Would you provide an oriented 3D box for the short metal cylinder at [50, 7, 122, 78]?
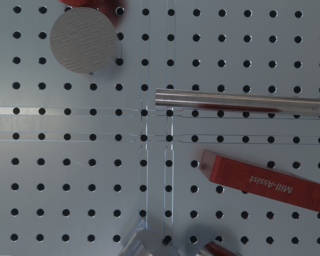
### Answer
[{"bbox_3d":[-0.093,-0.107,0.398,0.081,0.050,0.079,0,92,-1],"label":"short metal cylinder"}]

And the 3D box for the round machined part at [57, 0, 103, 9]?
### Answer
[{"bbox_3d":[-0.101,-0.183,0.386,0.098,0.098,0.042,21,125,0],"label":"round machined part"}]

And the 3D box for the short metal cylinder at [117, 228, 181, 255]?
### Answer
[{"bbox_3d":[-0.012,0.171,0.386,0.080,0.080,0.050,36,90,0],"label":"short metal cylinder"}]

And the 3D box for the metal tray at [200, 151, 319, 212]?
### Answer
[{"bbox_3d":[0.121,0.061,0.381,0.131,0.090,0.030,16,90,0],"label":"metal tray"}]

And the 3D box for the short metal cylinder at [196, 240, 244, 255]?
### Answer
[{"bbox_3d":[0.075,0.188,0.380,0.050,0.080,0.080,19,90,43],"label":"short metal cylinder"}]

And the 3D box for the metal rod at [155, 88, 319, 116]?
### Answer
[{"bbox_3d":[0.145,-0.032,0.414,0.302,0.025,0.025,3,90,0],"label":"metal rod"}]
